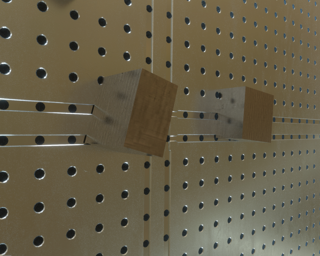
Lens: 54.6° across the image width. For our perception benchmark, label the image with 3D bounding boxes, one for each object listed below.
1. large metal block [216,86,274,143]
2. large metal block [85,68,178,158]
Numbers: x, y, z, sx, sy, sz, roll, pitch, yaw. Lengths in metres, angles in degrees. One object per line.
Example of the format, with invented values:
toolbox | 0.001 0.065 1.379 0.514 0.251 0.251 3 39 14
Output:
large metal block | 0.140 -0.019 0.509 0.081 0.050 0.080 8 85 -40
large metal block | -0.033 -0.014 0.345 0.050 0.080 0.080 20 77 -38
